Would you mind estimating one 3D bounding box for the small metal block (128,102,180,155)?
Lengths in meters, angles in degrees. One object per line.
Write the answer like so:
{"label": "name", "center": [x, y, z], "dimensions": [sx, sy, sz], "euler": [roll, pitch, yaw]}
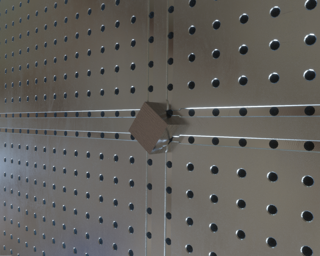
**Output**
{"label": "small metal block", "center": [-0.009, 0.000, 0.418], "dimensions": [0.050, 0.025, 0.050], "euler": [46, 118, 30]}
